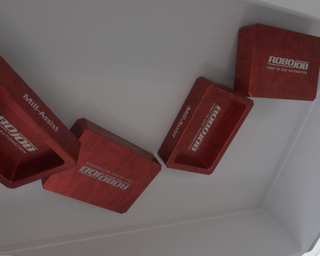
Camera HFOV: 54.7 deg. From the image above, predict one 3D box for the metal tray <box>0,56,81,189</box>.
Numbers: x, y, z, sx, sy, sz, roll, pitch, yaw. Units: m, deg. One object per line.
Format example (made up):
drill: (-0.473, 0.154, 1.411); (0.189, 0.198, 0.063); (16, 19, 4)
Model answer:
metal tray: (-0.151, 0.001, 0.299); (0.090, 0.030, 0.130); (-20, 130, 14)

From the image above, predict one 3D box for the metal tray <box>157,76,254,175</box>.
metal tray: (0.065, 0.002, 0.441); (0.091, 0.030, 0.129); (15, 110, -35)

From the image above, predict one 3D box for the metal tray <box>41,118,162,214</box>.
metal tray: (-0.072, 0.054, 0.399); (0.130, 0.030, 0.090); (32, 101, -38)

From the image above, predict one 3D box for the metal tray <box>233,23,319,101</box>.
metal tray: (0.163, -0.085, 0.422); (0.131, 0.030, 0.089); (0, 97, -29)
